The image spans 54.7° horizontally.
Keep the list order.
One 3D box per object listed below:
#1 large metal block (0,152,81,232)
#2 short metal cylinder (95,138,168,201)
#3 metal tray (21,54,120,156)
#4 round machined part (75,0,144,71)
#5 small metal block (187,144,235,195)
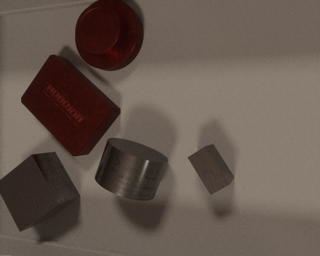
[{"bbox_3d":[-0.180,0.092,0.459,0.080,0.050,0.080,-36,79,16],"label":"large metal block"},{"bbox_3d":[-0.036,0.050,0.393,0.080,0.080,0.050,22,98,18],"label":"short metal cylinder"},{"bbox_3d":[-0.133,-0.033,0.453,0.130,0.030,0.090,42,103,14],"label":"metal tray"},{"bbox_3d":[-0.076,-0.131,0.427,0.098,0.042,0.097,0,90,19],"label":"round machined part"},{"bbox_3d":[0.063,0.048,0.375,0.025,0.050,0.050,-34,79,17],"label":"small metal block"}]
